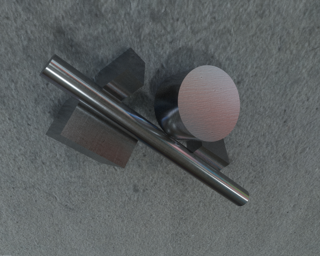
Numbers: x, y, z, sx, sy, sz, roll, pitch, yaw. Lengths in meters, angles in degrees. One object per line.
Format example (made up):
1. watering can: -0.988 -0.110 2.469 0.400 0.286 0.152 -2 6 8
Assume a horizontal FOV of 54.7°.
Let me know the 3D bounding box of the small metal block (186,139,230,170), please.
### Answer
1. small metal block: 0.062 0.025 0.411 0.050 0.050 0.025 33 122 -25

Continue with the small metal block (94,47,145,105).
1. small metal block: -0.044 -0.056 0.345 0.050 0.050 0.025 -31 124 23

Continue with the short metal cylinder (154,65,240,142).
1. short metal cylinder: 0.041 -0.025 0.344 0.080 0.080 0.050 32 164 -24

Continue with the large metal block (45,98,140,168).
1. large metal block: -0.081 0.005 0.372 0.080 0.050 0.080 33 163 -26

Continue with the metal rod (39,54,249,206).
1. metal rod: 0.003 0.018 0.359 0.301 0.025 0.025 36 121 -27
